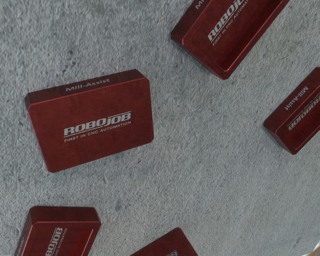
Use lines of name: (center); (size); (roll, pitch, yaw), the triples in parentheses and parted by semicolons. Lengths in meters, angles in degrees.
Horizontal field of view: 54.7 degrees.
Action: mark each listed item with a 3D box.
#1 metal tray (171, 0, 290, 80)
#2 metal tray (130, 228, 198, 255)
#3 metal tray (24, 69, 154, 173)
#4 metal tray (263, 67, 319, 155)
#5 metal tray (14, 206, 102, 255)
metal tray: (0.085, -0.133, 0.367); (0.090, 0.030, 0.130); (30, 102, -38)
metal tray: (0.000, 0.236, 0.510); (0.131, 0.090, 0.030); (-28, 128, -11)
metal tray: (-0.075, -0.009, 0.357); (0.131, 0.030, 0.089); (-17, 125, -19)
metal tray: (0.245, -0.026, 0.521); (0.130, 0.030, 0.090); (-48, 129, 5)
metal tray: (-0.146, 0.169, 0.427); (0.091, 0.030, 0.129); (12, 113, -33)
